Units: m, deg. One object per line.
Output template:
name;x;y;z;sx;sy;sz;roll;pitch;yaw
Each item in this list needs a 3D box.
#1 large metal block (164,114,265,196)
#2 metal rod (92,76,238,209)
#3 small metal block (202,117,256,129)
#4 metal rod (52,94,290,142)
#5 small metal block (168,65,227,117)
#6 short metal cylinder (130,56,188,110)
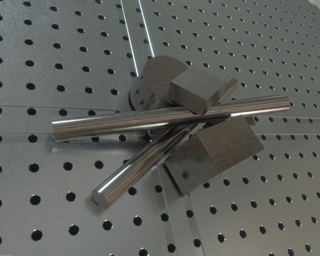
large metal block;0.065;0.033;0.382;0.081;0.080;0.050;-20;73;-36
metal rod;0.028;0.000;0.419;0.025;0.025;0.302;47;51;4
small metal block;0.098;-0.003;0.442;0.050;0.050;0.025;-1;62;-27
metal rod;0.027;-0.015;0.383;0.302;0.025;0.025;-7;65;-17
small metal block;0.046;-0.047;0.383;0.050;0.025;0.050;31;48;21
short metal cylinder;0.006;-0.051;0.422;0.081;0.050;0.080;14;55;-21
